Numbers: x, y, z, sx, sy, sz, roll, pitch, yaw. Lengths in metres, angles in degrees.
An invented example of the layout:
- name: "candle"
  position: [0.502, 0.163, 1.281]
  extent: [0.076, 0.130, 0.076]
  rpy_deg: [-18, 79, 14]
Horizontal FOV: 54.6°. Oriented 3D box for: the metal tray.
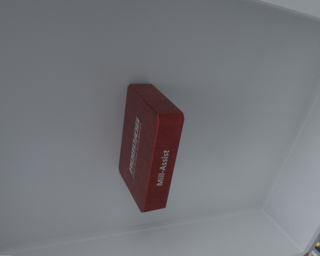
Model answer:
- name: "metal tray"
  position: [-0.016, 0.023, 0.371]
  extent: [0.030, 0.090, 0.129]
  rpy_deg: [-5, 121, -26]
